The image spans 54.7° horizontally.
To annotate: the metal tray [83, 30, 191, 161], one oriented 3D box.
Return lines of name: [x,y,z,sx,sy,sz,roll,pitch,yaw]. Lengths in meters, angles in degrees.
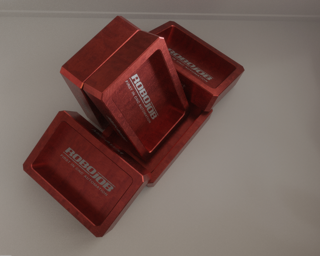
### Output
metal tray: [-0.017,-0.031,0.350,0.030,0.130,0.090,31,71,35]

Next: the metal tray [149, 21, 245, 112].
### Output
metal tray: [0.038,-0.088,0.420,0.130,0.030,0.090,37,49,12]

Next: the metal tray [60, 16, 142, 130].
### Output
metal tray: [-0.059,-0.059,0.372,0.030,0.130,0.090,38,75,13]

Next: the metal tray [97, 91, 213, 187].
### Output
metal tray: [-0.005,0.000,0.405,0.090,0.030,0.130,37,74,12]

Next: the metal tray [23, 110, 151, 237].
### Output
metal tray: [-0.088,0.051,0.367,0.130,0.030,0.090,38,98,12]
